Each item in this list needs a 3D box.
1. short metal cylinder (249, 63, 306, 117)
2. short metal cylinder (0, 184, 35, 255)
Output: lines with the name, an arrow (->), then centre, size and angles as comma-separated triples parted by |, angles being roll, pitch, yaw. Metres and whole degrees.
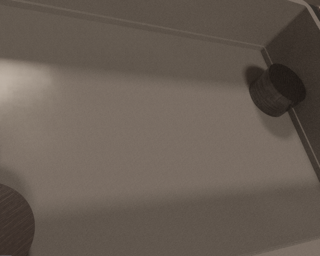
short metal cylinder -> 0.206, -0.066, 0.544 | 0.081, 0.050, 0.080 | 14, 56, -21
short metal cylinder -> -0.149, 0.090, 0.255 | 0.081, 0.050, 0.080 | 14, 56, -21
